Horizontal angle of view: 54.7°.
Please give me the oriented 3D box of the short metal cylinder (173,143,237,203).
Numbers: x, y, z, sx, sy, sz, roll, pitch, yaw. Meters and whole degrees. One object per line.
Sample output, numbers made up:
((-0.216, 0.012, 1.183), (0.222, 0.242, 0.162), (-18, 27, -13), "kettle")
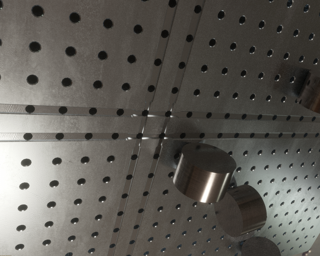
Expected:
((0.064, 0.063, 0.452), (0.081, 0.080, 0.050), (0, 118, -29), "short metal cylinder")

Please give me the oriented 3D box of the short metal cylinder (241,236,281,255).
((0.219, 0.287, 0.676), (0.081, 0.080, 0.050), (-20, 126, -17), "short metal cylinder")

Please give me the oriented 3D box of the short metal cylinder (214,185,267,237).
((0.139, 0.144, 0.544), (0.050, 0.080, 0.079), (-10, 123, -24), "short metal cylinder")

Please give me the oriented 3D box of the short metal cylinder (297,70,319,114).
((0.268, -0.055, 0.491), (0.081, 0.080, 0.050), (-1, 119, -28), "short metal cylinder")
